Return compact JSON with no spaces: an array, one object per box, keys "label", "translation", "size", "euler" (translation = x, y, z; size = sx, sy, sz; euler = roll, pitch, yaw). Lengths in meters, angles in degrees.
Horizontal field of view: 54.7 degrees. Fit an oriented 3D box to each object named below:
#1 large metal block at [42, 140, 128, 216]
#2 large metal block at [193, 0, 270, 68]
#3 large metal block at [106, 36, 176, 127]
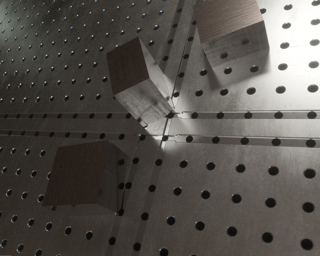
[{"label":"large metal block","translation":[-0.093,0.066,0.399],"size":[0.080,0.050,0.080],"euler":[-9,58,23]},{"label":"large metal block","translation":[0.096,-0.141,0.427],"size":[0.080,0.050,0.080],"euler":[-17,55,18]},{"label":"large metal block","translation":[-0.026,-0.061,0.423],"size":[0.050,0.080,0.080],"euler":[-24,53,13]}]
